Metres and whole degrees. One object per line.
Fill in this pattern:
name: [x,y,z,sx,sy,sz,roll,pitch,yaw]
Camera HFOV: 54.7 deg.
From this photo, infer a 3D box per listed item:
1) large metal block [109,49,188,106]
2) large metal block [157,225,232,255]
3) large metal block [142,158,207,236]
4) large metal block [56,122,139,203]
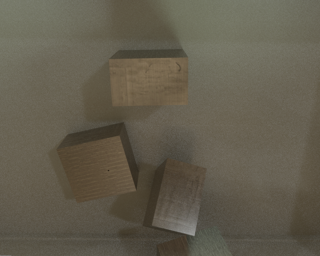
large metal block: [-0.011,-0.061,0.359,0.080,0.080,0.050,-1,110,0]
large metal block: [0.047,0.177,0.374,0.081,0.080,0.050,-13,136,-14]
large metal block: [0.017,0.091,0.398,0.050,0.080,0.080,16,70,-6]
large metal block: [-0.079,0.045,0.414,0.080,0.050,0.080,-13,110,4]
